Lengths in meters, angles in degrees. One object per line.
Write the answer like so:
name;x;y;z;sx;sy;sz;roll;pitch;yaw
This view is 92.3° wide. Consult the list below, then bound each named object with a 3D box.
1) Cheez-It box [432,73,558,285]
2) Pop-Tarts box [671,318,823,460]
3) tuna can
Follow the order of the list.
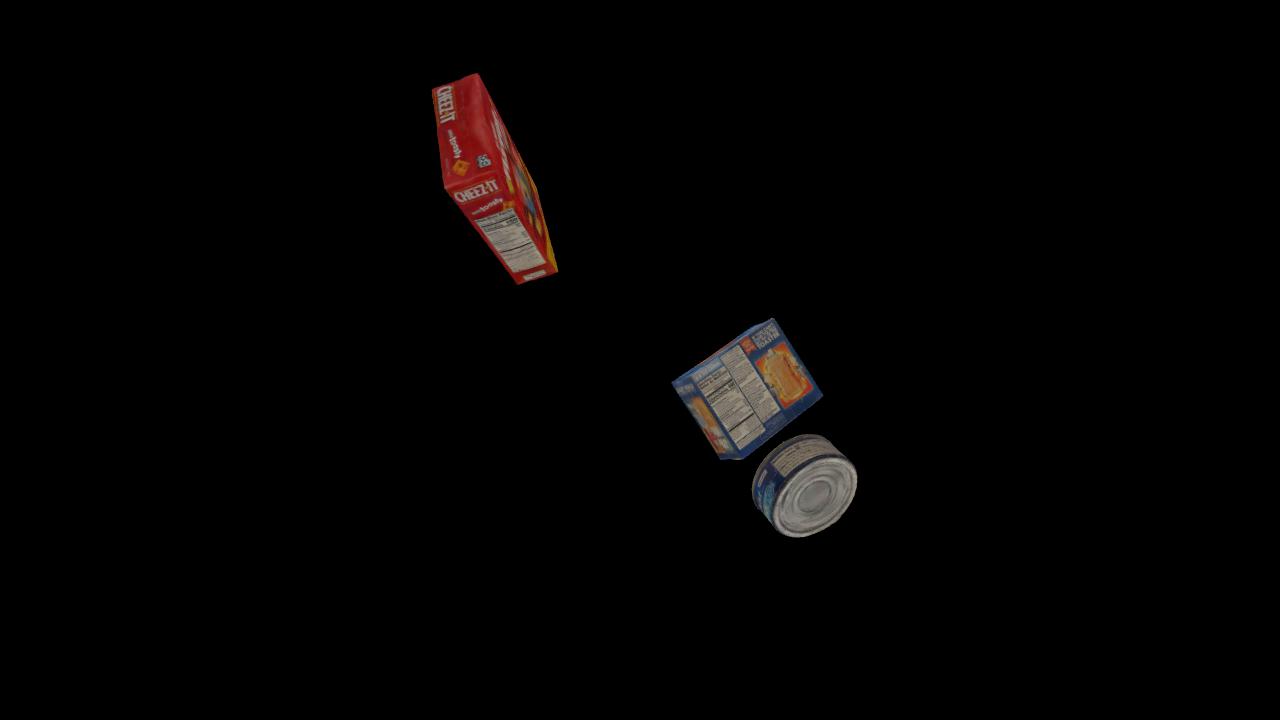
Cheez-It box;-0.186;-0.226;0.809;0.071;0.166;0.223;-18;-25;3
Pop-Tarts box;0.158;0.044;0.910;0.167;0.141;0.083;-34;2;-21
tuna can;0.138;0.106;0.512;0.084;0.084;0.034;0;26;-23
